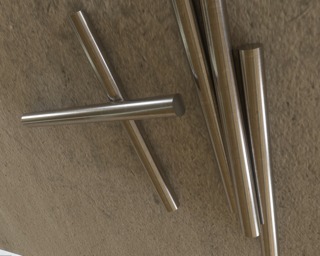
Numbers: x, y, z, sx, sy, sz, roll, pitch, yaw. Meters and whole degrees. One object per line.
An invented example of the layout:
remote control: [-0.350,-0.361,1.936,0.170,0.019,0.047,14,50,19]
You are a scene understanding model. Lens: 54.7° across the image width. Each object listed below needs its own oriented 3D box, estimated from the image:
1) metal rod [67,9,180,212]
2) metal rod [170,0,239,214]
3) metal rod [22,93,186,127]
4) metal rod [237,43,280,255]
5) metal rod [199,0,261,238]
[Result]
metal rod: [-0.041,-0.009,0.420,0.025,0.025,0.299,-12,112,33]
metal rod: [0.060,-0.024,0.359,0.025,0.025,0.298,-5,116,30]
metal rod: [-0.098,-0.019,0.418,0.300,0.025,0.025,-3,118,38]
metal rod: [0.123,0.050,0.372,0.025,0.025,0.298,0,119,28]
metal rod: [0.082,-0.004,0.346,0.025,0.025,0.298,-3,113,29]
